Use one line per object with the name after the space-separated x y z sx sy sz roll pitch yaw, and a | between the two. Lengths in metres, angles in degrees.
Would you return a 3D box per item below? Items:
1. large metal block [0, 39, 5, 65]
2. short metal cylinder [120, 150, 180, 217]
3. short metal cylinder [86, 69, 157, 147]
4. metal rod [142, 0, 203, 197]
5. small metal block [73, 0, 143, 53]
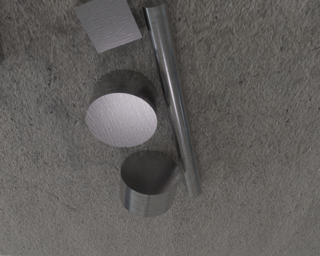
-0.198 -0.085 0.297 0.050 0.080 0.079 6 130 -5 | large metal block
-0.016 0.077 0.437 0.081 0.080 0.050 5 130 -4 | short metal cylinder
-0.043 -0.023 0.371 0.081 0.050 0.079 0 130 0 | short metal cylinder
0.025 -0.011 0.397 0.025 0.025 0.298 -9 130 7 | metal rod
-0.050 -0.110 0.313 0.050 0.025 0.050 -16 129 13 | small metal block
